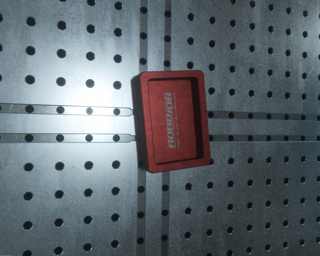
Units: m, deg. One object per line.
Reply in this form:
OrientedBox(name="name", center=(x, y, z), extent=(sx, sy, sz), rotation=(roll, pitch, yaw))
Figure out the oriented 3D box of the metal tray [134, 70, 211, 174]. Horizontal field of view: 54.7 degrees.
OrientedBox(name="metal tray", center=(0.017, -0.010, 0.417), extent=(0.091, 0.030, 0.129), rotation=(-6, 92, -20))
